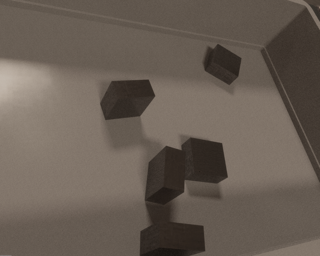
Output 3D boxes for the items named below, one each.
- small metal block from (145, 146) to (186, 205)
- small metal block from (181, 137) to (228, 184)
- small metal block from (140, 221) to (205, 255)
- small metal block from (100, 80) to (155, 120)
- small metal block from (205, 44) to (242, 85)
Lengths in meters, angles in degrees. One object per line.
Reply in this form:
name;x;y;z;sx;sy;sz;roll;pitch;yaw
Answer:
small metal block;0.006;0.056;0.360;0.025;0.050;0.050;18;55;-19
small metal block;0.059;0.044;0.412;0.050;0.025;0.050;11;57;-23
small metal block;0.012;0.118;0.325;0.050;0.050;0.025;13;56;-21
small metal block;-0.042;-0.035;0.390;0.050;0.050;0.025;-8;66;-32
small metal block;0.110;-0.110;0.534;0.050;0.025;0.050;28;52;-11
